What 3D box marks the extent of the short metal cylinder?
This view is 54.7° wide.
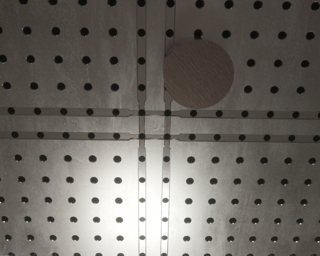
[{"bbox_3d":[0.044,-0.068,0.376,0.081,0.050,0.079,0,110,-1],"label":"short metal cylinder"}]
